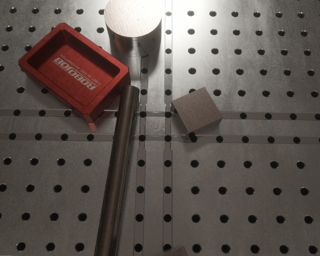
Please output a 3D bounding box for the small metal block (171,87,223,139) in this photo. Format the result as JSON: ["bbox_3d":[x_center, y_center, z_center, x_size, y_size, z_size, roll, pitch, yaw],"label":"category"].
[{"bbox_3d":[0.049,-0.021,0.420,0.050,0.025,0.050,-25,72,-9],"label":"small metal block"}]

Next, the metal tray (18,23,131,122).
[{"bbox_3d":[-0.118,-0.080,0.436,0.130,0.030,0.090,37,74,12],"label":"metal tray"}]

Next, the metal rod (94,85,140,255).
[{"bbox_3d":[-0.056,0.086,0.379,0.025,0.025,0.299,6,70,2],"label":"metal rod"}]

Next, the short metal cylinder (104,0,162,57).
[{"bbox_3d":[-0.038,-0.151,0.453,0.081,0.050,0.080,0,70,0],"label":"short metal cylinder"}]

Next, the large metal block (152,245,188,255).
[{"bbox_3d":[-0.005,0.163,0.323,0.080,0.080,0.050,-20,72,-7],"label":"large metal block"}]
